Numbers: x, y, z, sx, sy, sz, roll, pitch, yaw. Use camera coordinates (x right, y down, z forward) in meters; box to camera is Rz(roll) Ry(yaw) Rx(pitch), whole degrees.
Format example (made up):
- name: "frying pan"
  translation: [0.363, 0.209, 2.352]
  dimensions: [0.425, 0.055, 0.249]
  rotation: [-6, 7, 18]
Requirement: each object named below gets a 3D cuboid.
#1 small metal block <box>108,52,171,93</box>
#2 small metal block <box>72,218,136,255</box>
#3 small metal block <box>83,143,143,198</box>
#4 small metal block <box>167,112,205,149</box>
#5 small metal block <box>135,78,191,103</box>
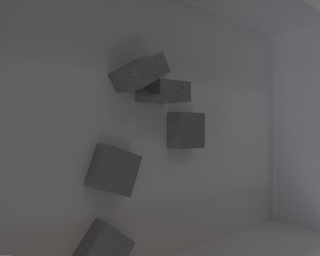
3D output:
- name: "small metal block"
  translation: [-0.025, -0.066, 0.369]
  dimensions: [0.050, 0.050, 0.025]
  rotation: [-36, 113, -34]
- name: "small metal block"
  translation: [-0.064, 0.139, 0.353]
  dimensions: [0.050, 0.025, 0.050]
  rotation: [46, 62, -30]
- name: "small metal block"
  translation: [-0.054, 0.049, 0.361]
  dimensions: [0.050, 0.025, 0.050]
  rotation: [26, 74, -37]
- name: "small metal block"
  translation: [0.037, 0.003, 0.437]
  dimensions: [0.050, 0.025, 0.050]
  rotation: [1, 90, -40]
- name: "small metal block"
  translation: [0.004, -0.045, 0.393]
  dimensions: [0.050, 0.050, 0.025]
  rotation: [-1, 91, -40]
